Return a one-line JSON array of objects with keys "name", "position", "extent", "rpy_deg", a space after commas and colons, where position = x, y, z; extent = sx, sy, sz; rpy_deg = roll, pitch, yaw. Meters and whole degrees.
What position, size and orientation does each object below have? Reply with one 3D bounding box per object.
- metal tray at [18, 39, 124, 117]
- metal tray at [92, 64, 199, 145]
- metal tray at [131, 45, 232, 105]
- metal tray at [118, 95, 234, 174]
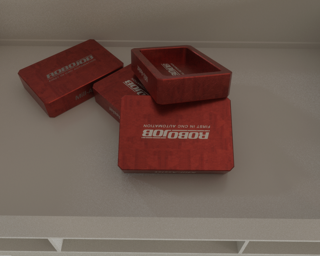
[{"name": "metal tray", "position": [-0.131, -0.080, 0.468], "extent": [0.131, 0.030, 0.090], "rpy_deg": [-33, 58, -25]}, {"name": "metal tray", "position": [-0.020, -0.037, 0.433], "extent": [0.091, 0.030, 0.130], "rpy_deg": [-35, 58, -26]}, {"name": "metal tray", "position": [0.021, -0.074, 0.399], "extent": [0.091, 0.030, 0.130], "rpy_deg": [-8, 30, -16]}, {"name": "metal tray", "position": [0.018, 0.008, 0.371], "extent": [0.131, 0.030, 0.090], "rpy_deg": [1, 74, -1]}]
